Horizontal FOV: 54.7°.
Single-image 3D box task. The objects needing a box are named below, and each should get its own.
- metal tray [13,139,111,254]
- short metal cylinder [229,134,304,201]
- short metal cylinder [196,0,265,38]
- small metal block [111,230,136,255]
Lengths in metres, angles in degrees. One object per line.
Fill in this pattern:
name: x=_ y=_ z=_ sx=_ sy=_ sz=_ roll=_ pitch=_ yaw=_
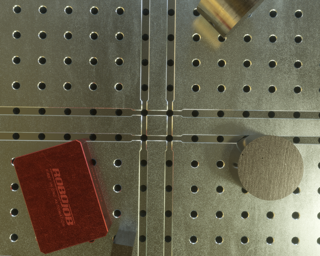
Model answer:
metal tray: x=-0.127 y=0.088 z=0.410 sx=0.090 sy=0.030 sz=0.129 roll=-17 pitch=90 yaw=0
short metal cylinder: x=0.135 y=0.048 z=0.402 sx=0.081 sy=0.050 sz=0.080 roll=0 pitch=90 yaw=0
short metal cylinder: x=0.092 y=-0.159 z=0.386 sx=0.080 sy=0.080 sz=0.050 roll=-44 pitch=90 yaw=0
small metal block: x=-0.049 y=0.166 z=0.400 sx=0.025 sy=0.050 sz=0.050 roll=10 pitch=90 yaw=0
